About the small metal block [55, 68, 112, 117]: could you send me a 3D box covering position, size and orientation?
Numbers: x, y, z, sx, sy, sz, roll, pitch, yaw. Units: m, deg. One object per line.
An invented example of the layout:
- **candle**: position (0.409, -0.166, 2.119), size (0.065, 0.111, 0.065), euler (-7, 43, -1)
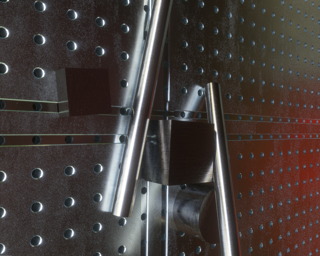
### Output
- **small metal block**: position (-0.083, -0.039, 0.341), size (0.050, 0.025, 0.050), euler (-7, 95, -40)

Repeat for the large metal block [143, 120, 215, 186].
- **large metal block**: position (0.026, 0.032, 0.417), size (0.081, 0.050, 0.080), euler (4, 88, -40)

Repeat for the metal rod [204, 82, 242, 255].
- **metal rod**: position (0.085, 0.072, 0.421), size (0.025, 0.025, 0.299), euler (19, 59, -39)

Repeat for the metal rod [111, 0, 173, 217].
- **metal rod**: position (-0.020, -0.041, 0.394), size (0.025, 0.025, 0.299), euler (18, 79, -39)

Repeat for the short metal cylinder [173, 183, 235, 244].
- **short metal cylinder**: position (0.065, 0.121, 0.451), size (0.081, 0.050, 0.079), euler (0, 91, -40)
